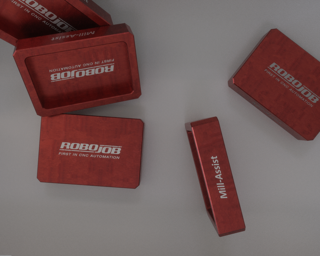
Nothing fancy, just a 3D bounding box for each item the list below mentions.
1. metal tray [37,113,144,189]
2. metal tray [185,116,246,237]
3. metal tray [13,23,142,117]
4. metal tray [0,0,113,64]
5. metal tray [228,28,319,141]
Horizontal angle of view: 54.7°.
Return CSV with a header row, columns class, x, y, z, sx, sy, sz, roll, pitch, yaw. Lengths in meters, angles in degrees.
class,x,y,z,sx,sy,sz,roll,pitch,yaw
metal tray,-0.089,0.029,0.408,0.131,0.030,0.089,4,90,0
metal tray,0.064,0.053,0.379,0.030,0.090,0.129,-14,90,0
metal tray,-0.093,-0.068,0.373,0.131,0.030,0.089,-12,130,-9
metal tray,-0.130,-0.126,0.352,0.090,0.131,0.030,-39,47,23
metal tray,0.169,-0.056,0.410,0.130,0.030,0.090,38,90,0
